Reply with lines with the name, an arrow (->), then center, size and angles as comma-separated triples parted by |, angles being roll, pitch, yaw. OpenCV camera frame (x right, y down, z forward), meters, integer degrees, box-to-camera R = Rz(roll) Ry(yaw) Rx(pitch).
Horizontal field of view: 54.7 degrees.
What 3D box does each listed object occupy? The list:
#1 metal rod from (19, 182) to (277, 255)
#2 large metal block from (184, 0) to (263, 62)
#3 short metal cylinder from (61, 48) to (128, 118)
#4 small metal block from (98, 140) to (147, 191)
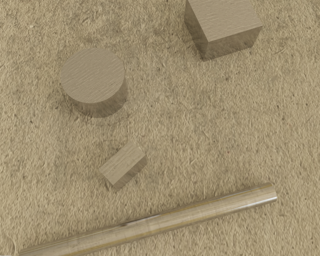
metal rod -> -0.009, 0.114, 0.366 | 0.302, 0.025, 0.025 | -14, 71, -6
large metal block -> 0.089, -0.154, 0.452 | 0.081, 0.050, 0.080 | -19, 71, -7
short metal cylinder -> -0.086, -0.059, 0.416 | 0.081, 0.050, 0.080 | 0, 70, 0
small metal block -> -0.043, 0.047, 0.377 | 0.050, 0.050, 0.025 | -43, 76, -14
